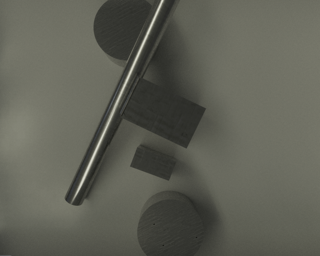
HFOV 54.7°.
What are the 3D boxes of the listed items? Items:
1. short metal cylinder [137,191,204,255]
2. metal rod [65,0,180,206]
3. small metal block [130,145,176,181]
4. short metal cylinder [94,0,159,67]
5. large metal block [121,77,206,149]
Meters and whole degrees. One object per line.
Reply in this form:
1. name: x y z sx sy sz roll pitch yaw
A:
1. short metal cylinder: 0.013 0.126 0.399 0.081 0.050 0.079 0 90 -1
2. metal rod: -0.048 -0.033 0.375 0.025 0.025 0.298 27 104 -1
3. small metal block: -0.008 0.043 0.399 0.050 0.050 0.025 20 90 -1
4. short metal cylinder: -0.040 -0.121 0.398 0.081 0.050 0.079 0 90 -1
5. large metal block: 0.004 -0.017 0.384 0.080 0.080 0.050 26 90 -1
